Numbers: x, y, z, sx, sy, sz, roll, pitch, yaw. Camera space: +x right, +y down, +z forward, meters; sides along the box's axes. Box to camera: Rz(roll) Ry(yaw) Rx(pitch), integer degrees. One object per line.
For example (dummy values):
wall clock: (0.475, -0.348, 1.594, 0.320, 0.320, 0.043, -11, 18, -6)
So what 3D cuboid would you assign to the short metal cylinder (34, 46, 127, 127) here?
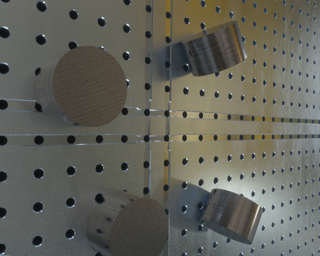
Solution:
short metal cylinder: (-0.082, -0.041, 0.324, 0.081, 0.050, 0.079, 0, 90, -40)

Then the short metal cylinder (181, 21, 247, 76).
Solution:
short metal cylinder: (0.076, -0.112, 0.436, 0.081, 0.080, 0.050, -35, 112, -34)

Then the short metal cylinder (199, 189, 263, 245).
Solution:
short metal cylinder: (0.106, 0.132, 0.462, 0.080, 0.080, 0.050, 41, 65, -33)

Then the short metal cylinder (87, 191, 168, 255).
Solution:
short metal cylinder: (-0.037, 0.117, 0.362, 0.081, 0.050, 0.079, 0, 90, -40)
